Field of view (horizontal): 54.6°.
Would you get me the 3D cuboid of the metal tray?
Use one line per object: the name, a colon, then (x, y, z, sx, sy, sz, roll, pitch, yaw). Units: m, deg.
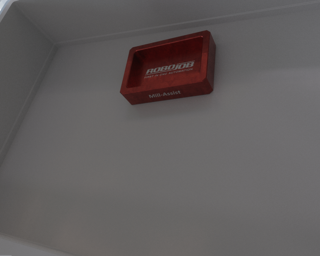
metal tray: (0.012, -0.086, 0.449, 0.130, 0.030, 0.090, -6, 59, 25)
